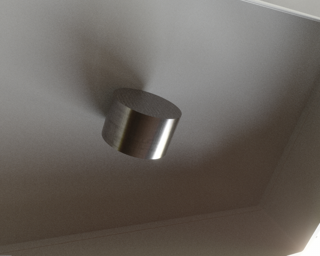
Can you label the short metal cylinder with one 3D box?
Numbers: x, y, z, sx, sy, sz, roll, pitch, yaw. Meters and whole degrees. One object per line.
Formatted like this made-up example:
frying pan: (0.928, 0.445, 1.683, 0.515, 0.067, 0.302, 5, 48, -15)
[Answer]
short metal cylinder: (-0.021, -0.007, 0.357, 0.081, 0.080, 0.050, 6, 115, -31)
